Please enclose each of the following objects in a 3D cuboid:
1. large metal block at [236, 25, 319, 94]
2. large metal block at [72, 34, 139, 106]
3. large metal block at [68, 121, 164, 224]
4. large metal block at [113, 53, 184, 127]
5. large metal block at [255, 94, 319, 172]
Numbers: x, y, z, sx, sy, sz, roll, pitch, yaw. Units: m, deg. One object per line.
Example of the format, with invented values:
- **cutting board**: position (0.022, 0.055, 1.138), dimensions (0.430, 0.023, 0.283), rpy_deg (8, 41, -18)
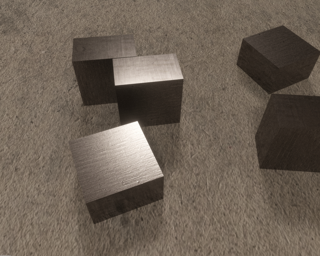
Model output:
- **large metal block**: position (0.180, -0.108, 0.480), dimensions (0.081, 0.050, 0.080), rpy_deg (-22, 54, -18)
- **large metal block**: position (-0.073, -0.080, 0.434), dimensions (0.081, 0.080, 0.050), rpy_deg (-6, 51, -6)
- **large metal block**: position (-0.049, 0.048, 0.346), dimensions (0.081, 0.050, 0.080), rpy_deg (-17, 52, -14)
- **large metal block**: position (-0.016, -0.047, 0.407), dimensions (0.081, 0.080, 0.050), rpy_deg (-7, 51, -6)
- **large metal block**: position (0.164, 0.008, 0.363), dimensions (0.080, 0.080, 0.050), rpy_deg (3, 50, 2)
